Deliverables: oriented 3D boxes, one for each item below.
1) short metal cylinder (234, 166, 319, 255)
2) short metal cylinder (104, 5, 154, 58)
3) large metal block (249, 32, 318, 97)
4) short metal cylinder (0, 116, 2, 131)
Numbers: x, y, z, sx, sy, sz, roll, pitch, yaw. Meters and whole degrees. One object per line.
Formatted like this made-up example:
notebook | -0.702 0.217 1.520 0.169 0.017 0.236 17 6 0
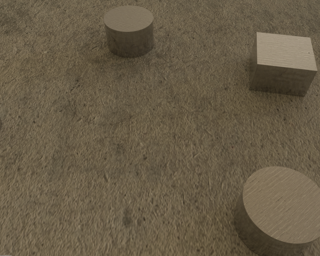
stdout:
short metal cylinder | 0.120 0.086 0.315 0.081 0.050 0.080 0 50 0
short metal cylinder | -0.051 -0.164 0.524 0.081 0.050 0.080 0 50 0
large metal block | 0.182 -0.097 0.470 0.080 0.050 0.080 8 51 7
short metal cylinder | -0.254 -0.013 0.396 0.081 0.050 0.080 0 50 0
